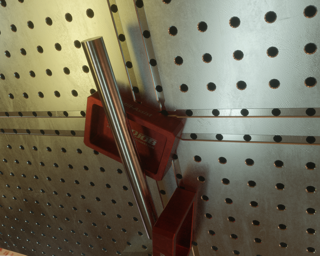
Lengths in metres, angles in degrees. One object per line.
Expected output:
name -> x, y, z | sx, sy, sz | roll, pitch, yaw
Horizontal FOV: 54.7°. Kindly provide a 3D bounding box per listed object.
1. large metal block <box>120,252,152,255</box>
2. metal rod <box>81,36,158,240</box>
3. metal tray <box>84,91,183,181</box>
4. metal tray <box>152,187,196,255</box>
large metal block -> -0.035, 0.284, 0.587 | 0.080, 0.050, 0.080 | -16, 110, 34
metal rod -> -0.042, 0.031, 0.411 | 0.025, 0.025, 0.298 | -1, 118, 28
metal tray -> -0.041, 0.009, 0.433 | 0.130, 0.030, 0.089 | 24, 127, 12
metal tray -> 0.022, 0.165, 0.458 | 0.030, 0.090, 0.129 | 13, 124, 21
